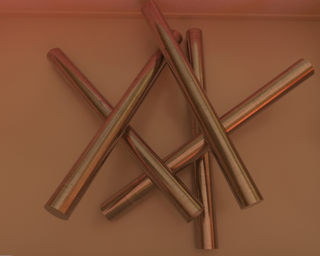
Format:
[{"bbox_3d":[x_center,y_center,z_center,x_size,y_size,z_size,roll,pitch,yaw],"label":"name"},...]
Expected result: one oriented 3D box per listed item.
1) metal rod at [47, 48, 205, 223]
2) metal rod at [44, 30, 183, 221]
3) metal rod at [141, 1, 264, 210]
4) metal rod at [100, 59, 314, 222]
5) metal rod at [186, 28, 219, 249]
[{"bbox_3d":[-0.057,-0.007,0.385,0.025,0.025,0.300,-38,65,-13],"label":"metal rod"},{"bbox_3d":[-0.036,-0.029,0.371,0.025,0.025,0.301,23,53,8],"label":"metal rod"},{"bbox_3d":[0.039,-0.046,0.375,0.025,0.025,0.299,-20,64,-7],"label":"metal rod"},{"bbox_3d":[0.057,0.014,0.375,0.301,0.025,0.025,-36,74,-1],"label":"metal rod"},{"bbox_3d":[0.053,-0.001,0.410,0.025,0.025,0.299,-1,70,0],"label":"metal rod"}]
